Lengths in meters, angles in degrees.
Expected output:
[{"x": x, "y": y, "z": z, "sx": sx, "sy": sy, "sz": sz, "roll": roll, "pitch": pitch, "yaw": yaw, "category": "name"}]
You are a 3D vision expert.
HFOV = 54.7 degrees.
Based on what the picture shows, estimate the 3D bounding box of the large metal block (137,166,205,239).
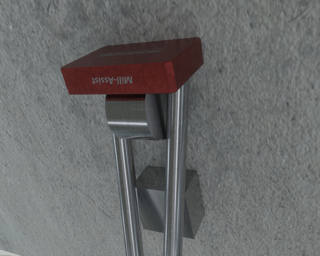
[{"x": 0.014, "y": 0.105, "z": 0.446, "sx": 0.080, "sy": 0.050, "sz": 0.079, "roll": 2, "pitch": 119, "yaw": 27, "category": "large metal block"}]

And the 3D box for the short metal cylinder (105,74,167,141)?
[{"x": -0.020, "y": -0.026, "z": 0.367, "sx": 0.050, "sy": 0.080, "sz": 0.079, "roll": 2, "pitch": 119, "yaw": 26, "category": "short metal cylinder"}]

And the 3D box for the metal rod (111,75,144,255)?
[{"x": -0.045, "y": 0.064, "z": 0.411, "sx": 0.025, "sy": 0.025, "sz": 0.298, "roll": 2, "pitch": 104, "yaw": 27, "category": "metal rod"}]

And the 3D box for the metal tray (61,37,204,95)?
[{"x": -0.028, "y": -0.068, "z": 0.338, "sx": 0.130, "sy": 0.090, "sz": 0.030, "roll": 2, "pitch": 120, "yaw": 26, "category": "metal tray"}]

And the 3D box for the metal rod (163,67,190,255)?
[{"x": 0.019, "y": 0.068, "z": 0.379, "sx": 0.025, "sy": 0.025, "sz": 0.298, "roll": 8, "pitch": 107, "yaw": 23, "category": "metal rod"}]
